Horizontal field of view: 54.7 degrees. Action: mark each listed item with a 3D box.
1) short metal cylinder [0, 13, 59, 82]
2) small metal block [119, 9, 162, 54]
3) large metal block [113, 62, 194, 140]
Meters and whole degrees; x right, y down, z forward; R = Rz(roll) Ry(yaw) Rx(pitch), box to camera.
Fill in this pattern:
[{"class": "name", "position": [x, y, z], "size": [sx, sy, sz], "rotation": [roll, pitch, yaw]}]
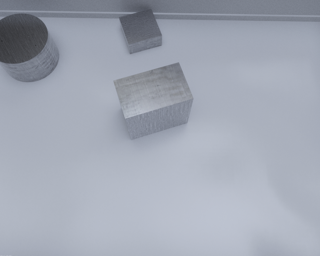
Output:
[{"class": "short metal cylinder", "position": [-0.190, -0.112, 0.435], "size": [0.081, 0.050, 0.080], "rotation": [0, 70, 0]}, {"class": "small metal block", "position": [-0.029, -0.144, 0.462], "size": [0.050, 0.025, 0.050], "rotation": [-17, 71, -7]}, {"class": "large metal block", "position": [-0.008, -0.031, 0.392], "size": [0.081, 0.080, 0.050], "rotation": [-17, 71, -6]}]
